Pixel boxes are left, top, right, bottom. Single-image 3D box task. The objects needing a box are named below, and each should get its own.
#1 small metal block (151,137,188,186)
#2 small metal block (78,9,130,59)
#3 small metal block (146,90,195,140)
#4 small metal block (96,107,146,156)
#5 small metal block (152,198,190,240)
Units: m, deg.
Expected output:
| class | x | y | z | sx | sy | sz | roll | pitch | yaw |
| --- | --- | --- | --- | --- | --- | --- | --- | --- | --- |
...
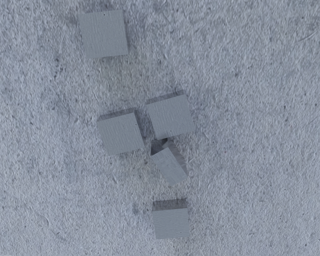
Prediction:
| class | x | y | z | sx | sy | sz | roll | pitch | yaw |
| --- | --- | --- | --- | --- | --- | --- | --- | --- | --- |
| small metal block | 0.012 | 0.040 | 0.411 | 0.025 | 0.050 | 0.050 | -30 | 108 | 10 |
| small metal block | -0.065 | -0.112 | 0.368 | 0.050 | 0.025 | 0.050 | -6 | 110 | 2 |
| small metal block | 0.014 | -0.017 | 0.403 | 0.050 | 0.025 | 0.050 | -15 | 110 | 5 |
| small metal block | -0.050 | 0.005 | 0.411 | 0.050 | 0.025 | 0.050 | -14 | 110 | 5 |
| small metal block | 0.016 | 0.135 | 0.460 | 0.050 | 0.025 | 0.050 | -6 | 110 | 2 |
